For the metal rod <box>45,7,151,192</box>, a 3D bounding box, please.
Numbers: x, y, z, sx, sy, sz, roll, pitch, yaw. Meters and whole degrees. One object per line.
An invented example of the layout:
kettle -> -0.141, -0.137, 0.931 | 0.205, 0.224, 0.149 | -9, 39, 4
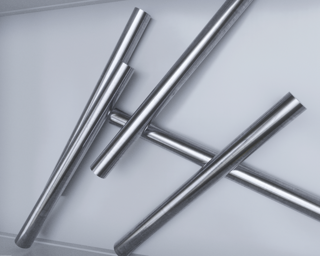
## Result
metal rod -> -0.094, -0.028, 0.442 | 0.025, 0.025, 0.299 | 32, 100, 17

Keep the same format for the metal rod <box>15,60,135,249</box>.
metal rod -> -0.121, 0.042, 0.430 | 0.025, 0.025, 0.299 | 34, 99, 16

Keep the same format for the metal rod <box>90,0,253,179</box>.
metal rod -> 0.015, -0.057, 0.386 | 0.025, 0.025, 0.299 | 41, 96, 15

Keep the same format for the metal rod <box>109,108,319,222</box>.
metal rod -> 0.067, 0.042, 0.386 | 0.301, 0.025, 0.025 | 24, 98, 18

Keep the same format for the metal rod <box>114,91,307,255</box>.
metal rod -> 0.043, 0.070, 0.372 | 0.299, 0.025, 0.025 | -45, 76, 22
